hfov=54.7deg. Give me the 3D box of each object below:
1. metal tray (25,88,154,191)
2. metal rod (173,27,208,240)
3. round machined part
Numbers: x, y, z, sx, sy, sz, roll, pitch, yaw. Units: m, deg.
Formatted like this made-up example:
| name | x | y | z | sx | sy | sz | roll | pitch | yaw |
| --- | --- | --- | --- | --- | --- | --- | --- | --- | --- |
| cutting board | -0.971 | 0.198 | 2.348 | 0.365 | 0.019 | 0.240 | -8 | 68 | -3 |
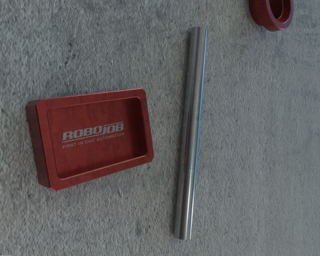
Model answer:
| name | x | y | z | sx | sy | sz | roll | pitch | yaw |
| --- | --- | --- | --- | --- | --- | --- | --- | --- | --- |
| metal tray | -0.070 | 0.007 | 0.343 | 0.131 | 0.030 | 0.089 | -13 | 98 | -40 |
| metal rod | 0.044 | 0.005 | 0.444 | 0.025 | 0.025 | 0.298 | 8 | 85 | -40 |
| round machined part | 0.199 | -0.224 | 0.564 | 0.099 | 0.042 | 0.097 | 0 | 90 | -40 |
